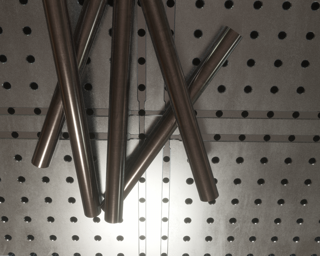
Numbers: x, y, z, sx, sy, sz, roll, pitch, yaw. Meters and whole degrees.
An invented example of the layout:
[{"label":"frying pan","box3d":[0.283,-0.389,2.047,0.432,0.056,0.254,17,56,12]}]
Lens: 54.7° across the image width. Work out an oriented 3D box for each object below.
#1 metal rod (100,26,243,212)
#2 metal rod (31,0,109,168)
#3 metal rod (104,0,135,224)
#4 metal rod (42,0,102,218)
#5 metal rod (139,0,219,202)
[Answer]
[{"label":"metal rod","box3d":[0.006,0.001,0.413,0.025,0.025,0.299,32,107,-12]},{"label":"metal rod","box3d":[-0.105,-0.080,0.382,0.025,0.025,0.298,22,108,-9]},{"label":"metal rod","box3d":[-0.052,-0.018,0.391,0.025,0.025,0.298,4,105,-2]},{"label":"metal rod","box3d":[-0.105,-0.008,0.389,0.025,0.025,0.298,-2,118,0]},{"label":"metal rod","box3d":[0.019,-0.051,0.371,0.025,0.025,0.298,-17,101,5]}]
